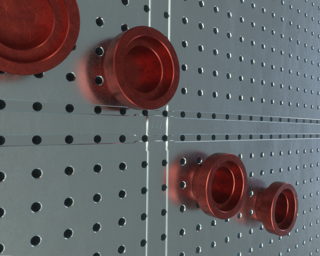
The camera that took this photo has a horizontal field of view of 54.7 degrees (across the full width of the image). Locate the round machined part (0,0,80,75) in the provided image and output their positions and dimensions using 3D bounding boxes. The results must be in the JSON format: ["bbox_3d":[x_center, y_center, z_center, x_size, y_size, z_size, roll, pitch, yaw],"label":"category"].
[{"bbox_3d":[-0.127,-0.100,0.278,0.099,0.042,0.097,-19,124,-30],"label":"round machined part"}]

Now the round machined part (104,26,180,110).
[{"bbox_3d":[-0.025,-0.070,0.378,0.099,0.042,0.097,0,90,-40],"label":"round machined part"}]

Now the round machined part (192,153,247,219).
[{"bbox_3d":[0.088,0.086,0.475,0.099,0.042,0.097,0,90,-40],"label":"round machined part"}]

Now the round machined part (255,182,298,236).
[{"bbox_3d":[0.217,0.150,0.585,0.099,0.042,0.097,0,90,-40],"label":"round machined part"}]
